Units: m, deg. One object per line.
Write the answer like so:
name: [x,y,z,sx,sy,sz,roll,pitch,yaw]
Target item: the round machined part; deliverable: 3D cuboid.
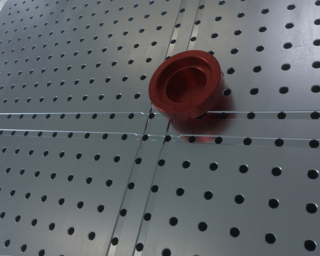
round machined part: [0.038,-0.051,0.410,0.098,0.042,0.098,-13,56,21]
